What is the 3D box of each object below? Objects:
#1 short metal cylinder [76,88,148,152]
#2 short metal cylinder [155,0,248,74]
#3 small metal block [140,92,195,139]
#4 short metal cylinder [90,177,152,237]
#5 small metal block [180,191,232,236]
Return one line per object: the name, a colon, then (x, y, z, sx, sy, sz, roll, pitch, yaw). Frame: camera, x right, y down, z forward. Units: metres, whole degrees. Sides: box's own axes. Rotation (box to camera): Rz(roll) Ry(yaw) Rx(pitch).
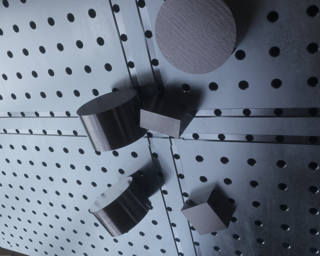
short metal cylinder: (-0.059, -0.012, 0.400, 0.080, 0.080, 0.050, -5, 116, 30)
short metal cylinder: (0.042, -0.100, 0.311, 0.080, 0.050, 0.079, 13, 124, 21)
small metal block: (0.010, -0.017, 0.379, 0.050, 0.050, 0.025, 17, 125, 18)
short metal cylinder: (-0.061, 0.121, 0.483, 0.080, 0.080, 0.050, -28, 103, 37)
small metal block: (0.068, 0.125, 0.453, 0.050, 0.025, 0.050, -31, 102, 38)
